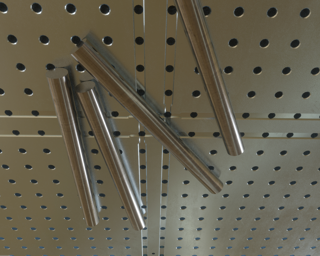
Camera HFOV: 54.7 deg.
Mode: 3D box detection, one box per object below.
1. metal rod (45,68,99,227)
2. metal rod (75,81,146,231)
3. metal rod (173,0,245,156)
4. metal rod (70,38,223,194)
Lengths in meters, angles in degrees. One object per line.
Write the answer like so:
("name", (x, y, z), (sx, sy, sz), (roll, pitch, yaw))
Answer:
("metal rod", (-0.119, 0.050, 0.452), (0.025, 0.025, 0.298), (0, 130, -1))
("metal rod", (-0.064, 0.063, 0.463), (0.025, 0.025, 0.298), (-8, 130, 6))
("metal rod", (0.052, -0.075, 0.348), (0.025, 0.025, 0.299), (-17, 129, 13))
("metal rod", (0.000, 0.003, 0.414), (0.025, 0.025, 0.300), (-30, 125, 22))
